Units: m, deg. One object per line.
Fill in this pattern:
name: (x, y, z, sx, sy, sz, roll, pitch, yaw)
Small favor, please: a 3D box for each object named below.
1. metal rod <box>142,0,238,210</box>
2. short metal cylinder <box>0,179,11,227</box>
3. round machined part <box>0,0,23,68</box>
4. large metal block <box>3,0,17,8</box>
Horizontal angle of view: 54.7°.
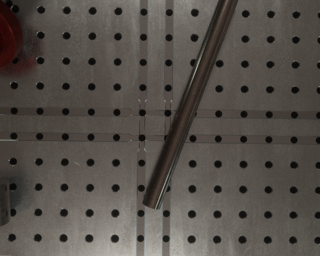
metal rod: (0.041, -0.036, 0.413, 0.025, 0.025, 0.299, 21, 90, -1)
short metal cylinder: (-0.230, 0.094, 0.383, 0.081, 0.080, 0.050, -2, 90, -1)
round machined part: (-0.224, -0.114, 0.376, 0.099, 0.042, 0.097, 5, 130, 7)
large metal block: (-0.222, -0.206, 0.398, 0.080, 0.050, 0.080, 39, 90, -1)
